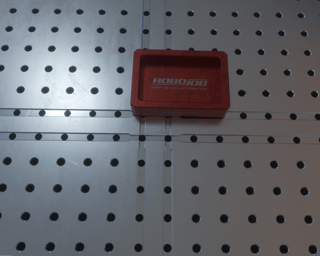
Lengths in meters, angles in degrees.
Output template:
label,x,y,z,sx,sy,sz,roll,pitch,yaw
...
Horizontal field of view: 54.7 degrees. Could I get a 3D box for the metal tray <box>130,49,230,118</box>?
label,x,y,z,sx,sy,sz,roll,pitch,yaw
metal tray,0.028,-0.062,0.432,0.131,0.030,0.090,2,70,0
